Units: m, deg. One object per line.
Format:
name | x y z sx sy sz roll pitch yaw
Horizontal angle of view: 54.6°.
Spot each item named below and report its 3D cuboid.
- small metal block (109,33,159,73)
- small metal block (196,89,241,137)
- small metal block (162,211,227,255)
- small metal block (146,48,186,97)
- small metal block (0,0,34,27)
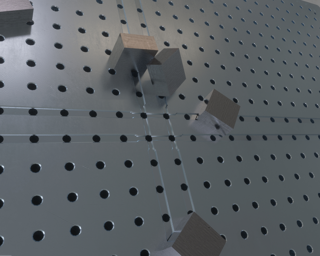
small metal block | -0.038 -0.104 0.435 0.050 0.050 0.025 -3 64 -30
small metal block | 0.089 -0.023 0.470 0.050 0.025 0.050 33 52 -7
small metal block | 0.039 0.132 0.348 0.050 0.025 0.050 43 51 1
small metal block | 0.010 -0.080 0.444 0.050 0.025 0.050 -51 136 -39
small metal block | -0.199 -0.160 0.398 0.050 0.025 0.050 -24 75 -36
